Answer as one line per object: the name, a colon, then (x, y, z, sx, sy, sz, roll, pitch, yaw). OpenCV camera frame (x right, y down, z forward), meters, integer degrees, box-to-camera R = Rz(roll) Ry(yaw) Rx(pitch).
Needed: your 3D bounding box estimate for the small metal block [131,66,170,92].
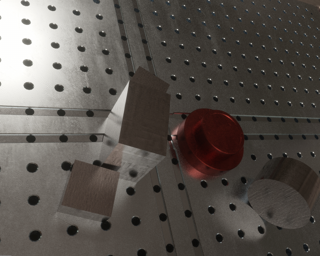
small metal block: (-0.021, -0.050, 0.429, 0.050, 0.025, 0.050, 31, 52, -9)

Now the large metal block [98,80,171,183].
large metal block: (-0.030, 0.007, 0.354, 0.050, 0.080, 0.080, 18, 55, -19)

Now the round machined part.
round machined part: (0.078, 0.013, 0.433, 0.099, 0.042, 0.098, 14, 56, -21)

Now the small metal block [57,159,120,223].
small metal block: (-0.075, 0.067, 0.328, 0.050, 0.025, 0.050, 20, 54, -17)

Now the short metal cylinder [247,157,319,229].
short metal cylinder: (0.165, 0.086, 0.412, 0.080, 0.080, 0.050, 47, 51, 4)
